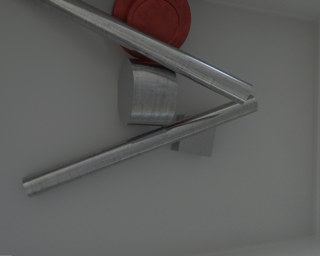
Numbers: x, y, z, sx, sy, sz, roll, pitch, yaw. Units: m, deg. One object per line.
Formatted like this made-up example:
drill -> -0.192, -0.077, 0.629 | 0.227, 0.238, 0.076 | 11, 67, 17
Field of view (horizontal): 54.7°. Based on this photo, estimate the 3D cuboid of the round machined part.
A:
round machined part -> -0.009, -0.130, 0.378 | 0.099, 0.042, 0.097 | -5, 117, -10

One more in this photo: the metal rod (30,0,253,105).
metal rod -> -0.038, -0.104, 0.347 | 0.301, 0.025, 0.025 | 26, 81, 1

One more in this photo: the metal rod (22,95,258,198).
metal rod -> -0.014, 0.017, 0.386 | 0.302, 0.025, 0.025 | -20, 97, -12

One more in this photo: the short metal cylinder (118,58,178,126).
short metal cylinder -> -0.018, -0.042, 0.376 | 0.050, 0.080, 0.079 | 1, 90, -20

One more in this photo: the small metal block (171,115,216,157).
small metal block -> 0.047, 0.011, 0.429 | 0.050, 0.025, 0.050 | 12, 86, -20
